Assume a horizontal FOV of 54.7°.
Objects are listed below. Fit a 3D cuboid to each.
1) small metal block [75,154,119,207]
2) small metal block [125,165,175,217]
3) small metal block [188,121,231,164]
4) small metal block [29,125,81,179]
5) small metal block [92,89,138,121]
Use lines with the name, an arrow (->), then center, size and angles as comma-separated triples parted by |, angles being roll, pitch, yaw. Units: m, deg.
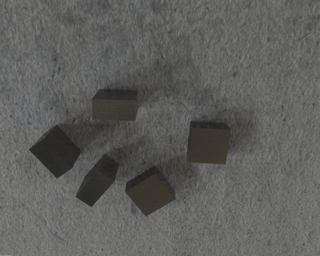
small metal block -> -0.084, 0.070, 0.421 | 0.025, 0.050, 0.050 | 38, 105, -13
small metal block -> -0.014, 0.090, 0.443 | 0.050, 0.025, 0.050 | -33, 107, 11
small metal block -> 0.065, 0.020, 0.418 | 0.050, 0.025, 0.050 | 3, 110, -2
small metal block -> -0.135, 0.030, 0.406 | 0.025, 0.050, 0.050 | -35, 107, 12
small metal block -> -0.054, -0.029, 0.385 | 0.050, 0.050, 0.025 | 2, 110, -1
